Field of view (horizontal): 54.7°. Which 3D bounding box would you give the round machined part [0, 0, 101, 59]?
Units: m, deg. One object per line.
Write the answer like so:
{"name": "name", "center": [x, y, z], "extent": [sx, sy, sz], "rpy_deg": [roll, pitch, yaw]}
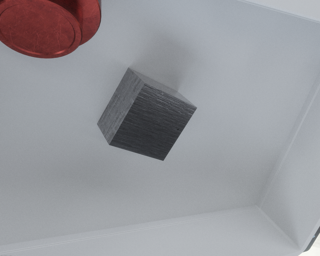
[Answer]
{"name": "round machined part", "center": [-0.099, -0.094, 0.254], "extent": [0.099, 0.042, 0.098], "rpy_deg": [-4, 155, -2]}

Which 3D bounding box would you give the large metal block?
{"name": "large metal block", "center": [-0.016, -0.015, 0.376], "extent": [0.080, 0.050, 0.080], "rpy_deg": [21, 107, -36]}
